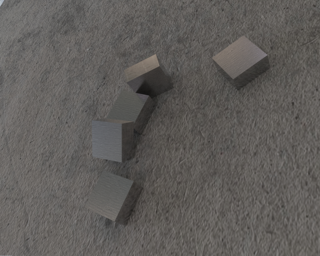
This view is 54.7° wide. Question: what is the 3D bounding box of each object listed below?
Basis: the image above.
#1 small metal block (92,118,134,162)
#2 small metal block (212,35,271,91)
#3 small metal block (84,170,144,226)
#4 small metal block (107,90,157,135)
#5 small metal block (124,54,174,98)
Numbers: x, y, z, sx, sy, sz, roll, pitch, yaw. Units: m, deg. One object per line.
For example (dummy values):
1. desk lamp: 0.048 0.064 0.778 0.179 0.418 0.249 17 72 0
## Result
1. small metal block: -0.063 0.015 0.412 0.050 0.025 0.050 7 101 31
2. small metal block: 0.105 -0.084 0.401 0.050 0.025 0.050 -35 51 4
3. small metal block: -0.056 0.085 0.381 0.050 0.025 0.050 13 68 33
4. small metal block: -0.041 -0.023 0.439 0.050 0.025 0.050 15 70 34
5. small metal block: -0.015 -0.069 0.438 0.050 0.050 0.025 -24 53 13
